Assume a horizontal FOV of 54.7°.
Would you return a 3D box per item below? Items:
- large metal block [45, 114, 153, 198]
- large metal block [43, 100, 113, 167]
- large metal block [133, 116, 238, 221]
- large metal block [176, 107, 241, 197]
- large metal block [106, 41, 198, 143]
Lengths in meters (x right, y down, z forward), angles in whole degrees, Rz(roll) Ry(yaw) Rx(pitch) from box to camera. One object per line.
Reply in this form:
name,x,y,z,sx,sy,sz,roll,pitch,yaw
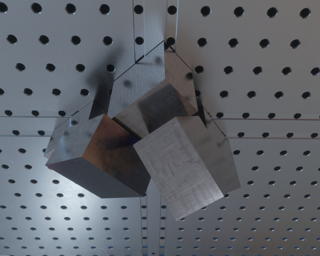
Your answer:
large metal block,-0.063,0.036,0.338,0.080,0.050,0.080,-15,134,46
large metal block,-0.090,0.023,0.413,0.080,0.050,0.080,-32,124,24
large metal block,0.029,0.035,0.313,0.050,0.080,0.080,-34,80,20
large metal block,0.058,0.034,0.403,0.050,0.080,0.080,-27,125,21
large metal block,-0.009,-0.037,0.342,0.080,0.080,0.050,-34,123,25
